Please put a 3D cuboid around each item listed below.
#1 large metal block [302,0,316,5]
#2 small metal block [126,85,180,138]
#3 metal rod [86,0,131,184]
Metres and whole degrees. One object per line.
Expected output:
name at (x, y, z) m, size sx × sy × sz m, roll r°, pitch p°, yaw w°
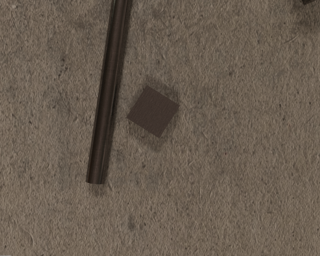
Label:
large metal block at (0.219, -0.220, 0.400) m, size 0.080 × 0.050 × 0.080 m, roll -23°, pitch 90°, yaw -1°
small metal block at (-0.009, -0.021, 0.410) m, size 0.050 × 0.025 × 0.050 m, roll 32°, pitch 90°, yaw -1°
metal rod at (-0.064, -0.076, 0.409) m, size 0.025 × 0.025 × 0.298 m, roll 8°, pitch 90°, yaw -1°
